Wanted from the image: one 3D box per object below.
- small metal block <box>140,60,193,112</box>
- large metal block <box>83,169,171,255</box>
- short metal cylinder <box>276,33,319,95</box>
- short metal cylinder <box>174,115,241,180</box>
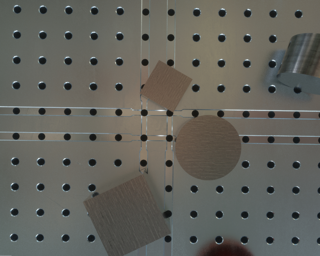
[{"bbox_3d":[0.008,-0.054,0.413,0.050,0.025,0.050,30,90,0],"label":"small metal block"},{"bbox_3d":[-0.040,0.109,0.400,0.080,0.050,0.080,-25,90,0],"label":"large metal block"},{"bbox_3d":[0.195,-0.077,0.387,0.080,0.080,0.050,20,90,0],"label":"short metal cylinder"},{"bbox_3d":[0.059,0.024,0.401,0.081,0.050,0.080,0,91,0],"label":"short metal cylinder"}]
